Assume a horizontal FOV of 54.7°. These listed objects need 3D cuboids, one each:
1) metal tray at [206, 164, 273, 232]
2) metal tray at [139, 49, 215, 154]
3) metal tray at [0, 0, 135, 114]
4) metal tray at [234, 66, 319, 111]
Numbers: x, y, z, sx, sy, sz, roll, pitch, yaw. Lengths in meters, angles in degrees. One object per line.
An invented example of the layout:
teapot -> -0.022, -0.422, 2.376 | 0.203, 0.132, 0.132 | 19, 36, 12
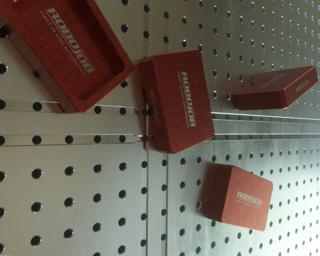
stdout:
metal tray -> 0.140, 0.121, 0.527 | 0.131, 0.030, 0.090 | 24, 75, -38
metal tray -> 0.027, -0.038, 0.431 | 0.091, 0.030, 0.129 | -19, 103, -39
metal tray -> -0.095, -0.090, 0.327 | 0.090, 0.030, 0.130 | -47, 118, -30
metal tray -> 0.204, -0.070, 0.541 | 0.131, 0.090, 0.030 | -31, 110, -36
